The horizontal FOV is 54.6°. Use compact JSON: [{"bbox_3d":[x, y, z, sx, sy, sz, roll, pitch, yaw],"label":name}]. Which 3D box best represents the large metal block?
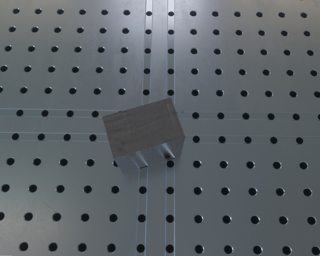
[{"bbox_3d":[-0.018,0.012,0.378,0.080,0.080,0.050,-16,71,-6],"label":"large metal block"}]
